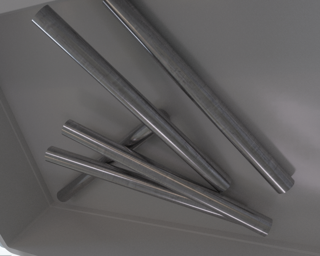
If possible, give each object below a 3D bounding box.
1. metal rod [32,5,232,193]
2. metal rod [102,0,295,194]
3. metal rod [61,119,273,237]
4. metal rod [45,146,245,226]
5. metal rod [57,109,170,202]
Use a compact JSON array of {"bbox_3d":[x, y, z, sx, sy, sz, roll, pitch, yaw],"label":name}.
[{"bbox_3d":[-0.020,-0.022,0.368,0.300,0.025,0.025,43,130,-17],"label":"metal rod"},{"bbox_3d":[0.048,-0.038,0.359,0.300,0.025,0.025,46,129,-5],"label":"metal rod"},{"bbox_3d":[0.003,0.063,0.416,0.301,0.025,0.025,26,128,8],"label":"metal rod"},{"bbox_3d":[-0.026,0.080,0.449,0.301,0.025,0.025,16,125,10],"label":"metal rod"},{"bbox_3d":[-0.089,0.057,0.490,0.025,0.025,0.299,48,129,-6],"label":"metal rod"}]
